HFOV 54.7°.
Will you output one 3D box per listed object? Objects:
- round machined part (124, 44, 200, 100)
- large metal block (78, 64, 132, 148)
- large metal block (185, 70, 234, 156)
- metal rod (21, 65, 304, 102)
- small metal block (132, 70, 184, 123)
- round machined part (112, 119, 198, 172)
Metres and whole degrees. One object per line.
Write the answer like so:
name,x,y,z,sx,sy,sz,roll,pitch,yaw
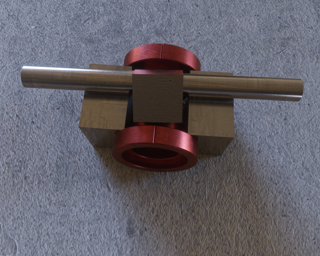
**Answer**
round machined part,0.002,-0.061,0.393,0.099,0.098,0.042,4,71,1
large metal block,-0.061,-0.023,0.388,0.050,0.080,0.080,4,70,1
large metal block,0.058,-0.015,0.386,0.050,0.080,0.080,4,70,1
metal rod,0.002,-0.049,0.342,0.302,0.025,0.025,3,70,1
small metal block,-0.002,-0.033,0.322,0.050,0.025,0.050,1,111,2
round machined part,-0.005,0.017,0.364,0.099,0.098,0.042,4,65,1
